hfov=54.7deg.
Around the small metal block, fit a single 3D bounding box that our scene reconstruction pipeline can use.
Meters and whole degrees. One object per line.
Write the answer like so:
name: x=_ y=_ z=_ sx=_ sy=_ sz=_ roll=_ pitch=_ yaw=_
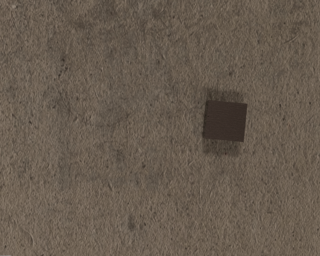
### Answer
small metal block: x=0.085 y=-0.009 z=0.411 sx=0.050 sy=0.025 sz=0.050 roll=6 pitch=90 yaw=-1
